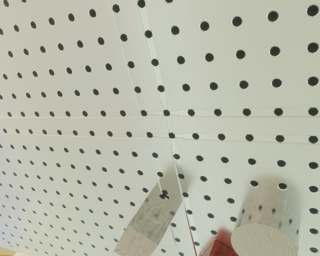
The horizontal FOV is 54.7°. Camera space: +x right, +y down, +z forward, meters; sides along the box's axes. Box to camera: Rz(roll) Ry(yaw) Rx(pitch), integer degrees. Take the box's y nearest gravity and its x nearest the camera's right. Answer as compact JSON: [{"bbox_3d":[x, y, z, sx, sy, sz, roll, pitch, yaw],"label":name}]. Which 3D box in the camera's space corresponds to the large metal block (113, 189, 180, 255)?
[{"bbox_3d":[-0.021,0.157,0.484,0.050,0.080,0.079,32,129,7],"label":"large metal block"}]

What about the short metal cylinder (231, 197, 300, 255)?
[{"bbox_3d":[0.139,0.138,0.407,0.080,0.050,0.079,13,124,21],"label":"short metal cylinder"}]

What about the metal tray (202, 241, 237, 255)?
[{"bbox_3d":[0.124,0.247,0.495,0.130,0.030,0.089,30,128,8],"label":"metal tray"}]
